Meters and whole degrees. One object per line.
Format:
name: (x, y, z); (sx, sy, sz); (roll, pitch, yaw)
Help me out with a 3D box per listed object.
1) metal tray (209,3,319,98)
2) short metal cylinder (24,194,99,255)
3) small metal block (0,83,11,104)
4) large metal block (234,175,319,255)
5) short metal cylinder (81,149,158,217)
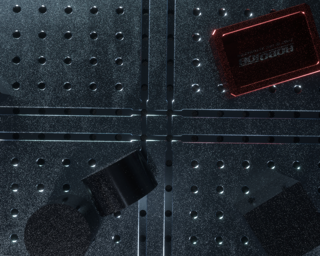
metal tray: (0.141, -0.101, 0.411); (0.131, 0.030, 0.090); (-17, 90, 0)
short metal cylinder: (-0.124, 0.131, 0.400); (0.081, 0.050, 0.079); (0, 90, 0)
small metal block: (-0.240, -0.048, 0.411); (0.050, 0.025, 0.050); (-39, 90, 0)
large metal block: (0.156, 0.119, 0.402); (0.080, 0.050, 0.080); (-31, 90, 0)
short metal cylinder: (-0.050, 0.066, 0.385); (0.080, 0.080, 0.050); (-28, 90, 0)
